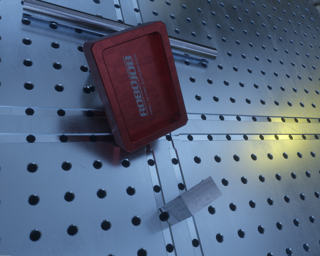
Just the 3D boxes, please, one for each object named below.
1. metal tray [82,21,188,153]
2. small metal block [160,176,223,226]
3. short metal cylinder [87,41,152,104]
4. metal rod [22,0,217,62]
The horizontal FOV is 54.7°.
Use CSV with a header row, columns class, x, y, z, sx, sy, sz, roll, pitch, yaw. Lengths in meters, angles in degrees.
class,x,y,z,sx,sy,sz,roll,pitch,yaw
metal tray,-0.024,-0.048,0.361,0.091,0.030,0.129,-26,116,-23
small metal block,0.036,0.085,0.361,0.050,0.050,0.025,-23,75,-37
short metal cylinder,-0.050,-0.073,0.411,0.081,0.050,0.080,14,56,-21
metal rod,-0.044,-0.144,0.473,0.302,0.025,0.025,8,59,-25
